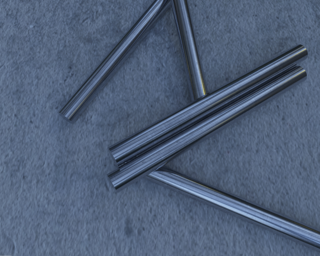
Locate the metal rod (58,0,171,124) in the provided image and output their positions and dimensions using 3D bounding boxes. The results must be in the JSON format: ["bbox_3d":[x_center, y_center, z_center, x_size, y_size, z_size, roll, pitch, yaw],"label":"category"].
[{"bbox_3d":[-0.042,-0.130,0.454,0.025,0.025,0.300,32,73,11],"label":"metal rod"}]

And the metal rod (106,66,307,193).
[{"bbox_3d":[0.071,-0.007,0.395,0.302,0.025,0.025,-29,73,-17],"label":"metal rod"}]

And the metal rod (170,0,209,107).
[{"bbox_3d":[0.032,-0.168,0.450,0.025,0.025,0.299,-9,78,-4],"label":"metal rod"}]

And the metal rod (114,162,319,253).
[{"bbox_3d":[0.086,0.092,0.375,0.301,0.025,0.025,22,71,7],"label":"metal rod"}]

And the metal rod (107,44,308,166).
[{"bbox_3d":[0.072,-0.037,0.397,0.302,0.025,0.025,-29,73,-16],"label":"metal rod"}]
